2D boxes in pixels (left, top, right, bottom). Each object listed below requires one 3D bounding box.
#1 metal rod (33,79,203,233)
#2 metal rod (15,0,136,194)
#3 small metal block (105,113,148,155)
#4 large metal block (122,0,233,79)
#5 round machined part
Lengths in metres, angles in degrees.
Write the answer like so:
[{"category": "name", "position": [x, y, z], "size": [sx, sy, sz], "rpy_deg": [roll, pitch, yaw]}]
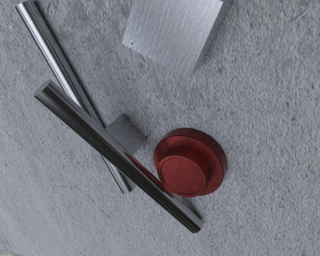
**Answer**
[{"category": "metal rod", "position": [-0.034, 0.053, 0.396], "size": [0.025, 0.025, 0.300], "rpy_deg": [-19, 128, 35]}, {"category": "metal rod", "position": [-0.112, -0.032, 0.444], "size": [0.025, 0.025, 0.299], "rpy_deg": [-14, 112, 33]}, {"category": "small metal block", "position": [-0.052, 0.015, 0.426], "size": [0.050, 0.050, 0.025], "rpy_deg": [46, 129, -5]}, {"category": "large metal block", "position": [0.017, -0.110, 0.313], "size": [0.080, 0.050, 0.079], "rpy_deg": [30, 128, 9]}, {"category": "round machined part", "position": [0.035, 0.052, 0.409], "size": [0.098, 0.042, 0.097], "rpy_deg": [13, 124, 20]}]
